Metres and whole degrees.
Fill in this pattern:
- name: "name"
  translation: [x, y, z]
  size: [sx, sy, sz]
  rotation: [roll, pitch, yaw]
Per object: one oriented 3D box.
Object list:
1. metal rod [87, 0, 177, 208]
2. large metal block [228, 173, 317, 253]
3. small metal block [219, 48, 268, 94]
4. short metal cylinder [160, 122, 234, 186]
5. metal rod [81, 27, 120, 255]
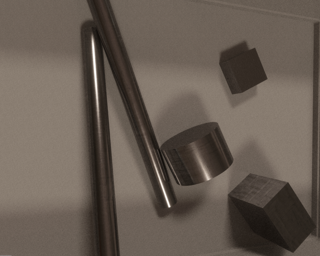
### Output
- name: "metal rod"
  translation: [-0.035, -0.037, 0.385]
  size: [0.025, 0.025, 0.298]
  rotation: [-23, 103, -19]
- name: "large metal block"
  translation: [0.157, 0.117, 0.441]
  size: [0.050, 0.080, 0.080]
  rotation: [-39, 103, -16]
- name: "small metal block"
  translation: [0.123, -0.084, 0.458]
  size: [0.050, 0.025, 0.050]
  rotation: [-28, 100, -18]
- name: "short metal cylinder"
  translation: [0.047, 0.032, 0.400]
  size: [0.081, 0.080, 0.050]
  rotation: [-28, 100, -18]
- name: "metal rod"
  translation: [-0.067, 0.026, 0.345]
  size: [0.025, 0.025, 0.299]
  rotation: [-2, 75, -20]
